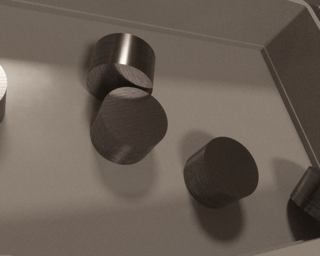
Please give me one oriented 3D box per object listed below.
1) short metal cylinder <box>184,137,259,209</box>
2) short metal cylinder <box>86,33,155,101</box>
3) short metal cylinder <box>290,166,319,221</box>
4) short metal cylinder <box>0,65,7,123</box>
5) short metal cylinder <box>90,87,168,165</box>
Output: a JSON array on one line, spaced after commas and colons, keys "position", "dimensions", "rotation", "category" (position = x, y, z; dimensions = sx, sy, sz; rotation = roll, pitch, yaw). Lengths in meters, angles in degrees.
[{"position": [0.078, 0.058, 0.398], "dimensions": [0.081, 0.050, 0.080], "rotation": [14, 56, -21], "category": "short metal cylinder"}, {"position": [-0.047, -0.071, 0.389], "dimensions": [0.081, 0.080, 0.050], "rotation": [17, 55, -19], "category": "short metal cylinder"}, {"position": [0.234, 0.097, 0.435], "dimensions": [0.080, 0.050, 0.080], "rotation": [24, 14, -6], "category": "short metal cylinder"}, {"position": [-0.196, -0.033, 0.304], "dimensions": [0.081, 0.050, 0.080], "rotation": [14, 56, -21], "category": "short metal cylinder"}, {"position": [-0.038, -0.002, 0.372], "dimensions": [0.081, 0.050, 0.080], "rotation": [14, 56, -21], "category": "short metal cylinder"}]
